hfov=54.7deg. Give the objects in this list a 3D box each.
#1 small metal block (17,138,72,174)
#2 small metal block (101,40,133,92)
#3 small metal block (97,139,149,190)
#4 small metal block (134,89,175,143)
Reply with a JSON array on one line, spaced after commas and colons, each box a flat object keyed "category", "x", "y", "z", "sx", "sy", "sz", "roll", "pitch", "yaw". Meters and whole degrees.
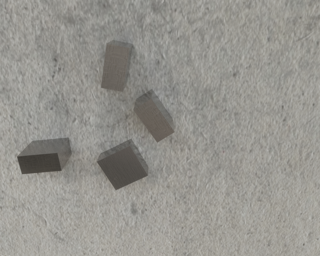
[{"category": "small metal block", "x": -0.150, "y": 0.036, "z": 0.408, "sx": 0.050, "sy": 0.050, "sz": 0.025, "roll": -5, "pitch": 110, "yaw": 1}, {"category": "small metal block", "x": -0.050, "y": -0.075, "z": 0.368, "sx": 0.025, "sy": 0.050, "sz": 0.050, "roll": 10, "pitch": 110, "yaw": -4}, {"category": "small metal block", "x": -0.050, "y": 0.050, "z": 0.428, "sx": 0.050, "sy": 0.025, "sz": 0.050, "roll": -26, "pitch": 108, "yaw": 9}, {"category": "small metal block", "x": -0.007, "y": -0.017, "z": 0.390, "sx": 0.025, "sy": 0.050, "sz": 0.050, "roll": -32, "pitch": 107, "yaw": 11}]
